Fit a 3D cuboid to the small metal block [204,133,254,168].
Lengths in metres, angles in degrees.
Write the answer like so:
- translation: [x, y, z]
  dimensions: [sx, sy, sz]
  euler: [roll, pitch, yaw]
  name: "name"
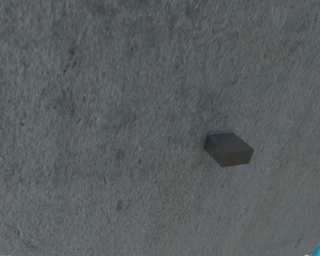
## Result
- translation: [0.102, 0.032, 0.465]
  dimensions: [0.050, 0.050, 0.025]
  euler: [-4, 120, -26]
  name: "small metal block"
